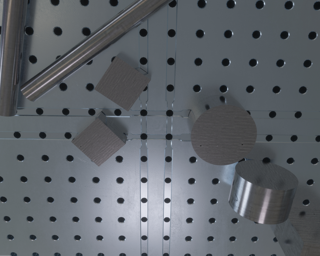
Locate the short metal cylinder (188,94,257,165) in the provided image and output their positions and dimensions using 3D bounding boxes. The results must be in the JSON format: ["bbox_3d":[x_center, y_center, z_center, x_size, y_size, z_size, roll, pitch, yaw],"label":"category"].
[{"bbox_3d":[0.078,0.001,0.401,0.081,0.050,0.079,0,110,0],"label":"short metal cylinder"}]

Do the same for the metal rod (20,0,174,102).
[{"bbox_3d":[-0.044,-0.124,0.367,0.300,0.025,0.025,-33,107,11],"label":"metal rod"}]

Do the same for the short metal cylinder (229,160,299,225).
[{"bbox_3d":[0.137,0.083,0.416,0.081,0.080,0.050,6,110,-2],"label":"short metal cylinder"}]

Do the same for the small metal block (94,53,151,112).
[{"bbox_3d":[-0.046,-0.058,0.392,0.050,0.025,0.050,34,107,-12],"label":"small metal block"}]

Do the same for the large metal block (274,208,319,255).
[{"bbox_3d":[0.223,0.161,0.445,0.081,0.080,0.050,5,110,-2],"label":"large metal block"}]

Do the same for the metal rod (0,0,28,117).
[{"bbox_3d":[-0.164,-0.155,0.354,0.025,0.025,0.298,14,110,-5],"label":"metal rod"}]

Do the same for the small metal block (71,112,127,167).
[{"bbox_3d":[-0.081,0.015,0.418,0.050,0.025,0.050,-40,106,13],"label":"small metal block"}]
